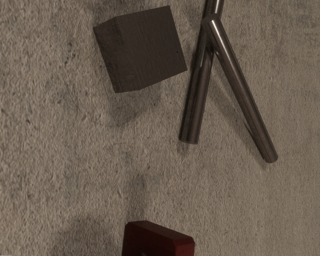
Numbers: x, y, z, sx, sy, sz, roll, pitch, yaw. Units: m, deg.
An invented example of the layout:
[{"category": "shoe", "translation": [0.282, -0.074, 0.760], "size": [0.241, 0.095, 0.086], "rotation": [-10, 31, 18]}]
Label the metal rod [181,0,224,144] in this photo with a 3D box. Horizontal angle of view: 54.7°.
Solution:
[{"category": "metal rod", "translation": [0.071, -0.123, 0.466], "size": [0.025, 0.025, 0.299], "rotation": [19, 78, -39]}]

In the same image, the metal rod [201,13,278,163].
[{"category": "metal rod", "translation": [0.139, -0.046, 0.504], "size": [0.025, 0.025, 0.299], "rotation": [-54, 127, -26]}]

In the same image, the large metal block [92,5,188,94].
[{"category": "large metal block", "translation": [-0.022, -0.094, 0.372], "size": [0.081, 0.050, 0.080], "rotation": [-29, 108, -37]}]

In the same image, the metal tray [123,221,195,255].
[{"category": "metal tray", "translation": [-0.008, 0.182, 0.357], "size": [0.030, 0.090, 0.129], "rotation": [10, 84, -41]}]
